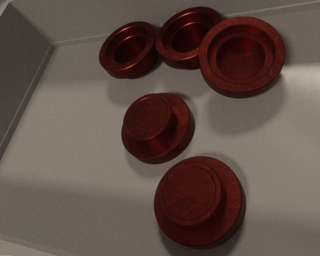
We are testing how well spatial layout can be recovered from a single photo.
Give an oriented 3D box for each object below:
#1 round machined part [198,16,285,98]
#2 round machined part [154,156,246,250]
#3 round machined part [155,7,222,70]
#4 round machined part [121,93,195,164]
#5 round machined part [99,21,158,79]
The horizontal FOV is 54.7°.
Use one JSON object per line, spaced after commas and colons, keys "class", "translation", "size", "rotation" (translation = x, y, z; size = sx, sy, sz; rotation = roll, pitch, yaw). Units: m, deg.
{"class": "round machined part", "translation": [0.098, -0.082, 0.380], "size": [0.098, 0.042, 0.098], "rotation": [-3, 76, 11]}
{"class": "round machined part", "translation": [0.037, 0.074, 0.329], "size": [0.098, 0.042, 0.098], "rotation": [-13, 56, 20]}
{"class": "round machined part", "translation": [0.047, -0.123, 0.445], "size": [0.098, 0.042, 0.098], "rotation": [-13, 56, 20]}
{"class": "round machined part", "translation": [-0.008, -0.006, 0.401], "size": [0.098, 0.042, 0.098], "rotation": [-13, 56, 20]}
{"class": "round machined part", "translation": [-0.043, -0.116, 0.487], "size": [0.098, 0.042, 0.098], "rotation": [-13, 56, 20]}
